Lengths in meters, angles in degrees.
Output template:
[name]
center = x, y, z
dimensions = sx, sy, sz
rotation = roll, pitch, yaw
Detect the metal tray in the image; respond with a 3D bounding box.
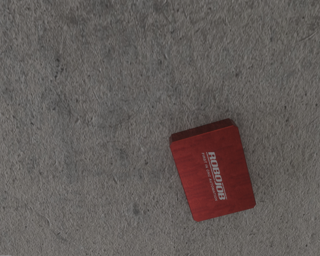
[metal tray]
center = 0.073, 0.060, 0.430
dimensions = 0.090, 0.030, 0.129
rotation = -16, 109, 6
